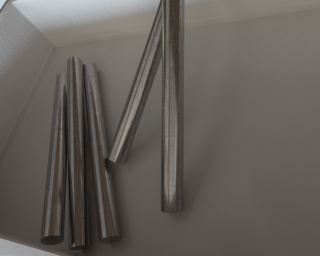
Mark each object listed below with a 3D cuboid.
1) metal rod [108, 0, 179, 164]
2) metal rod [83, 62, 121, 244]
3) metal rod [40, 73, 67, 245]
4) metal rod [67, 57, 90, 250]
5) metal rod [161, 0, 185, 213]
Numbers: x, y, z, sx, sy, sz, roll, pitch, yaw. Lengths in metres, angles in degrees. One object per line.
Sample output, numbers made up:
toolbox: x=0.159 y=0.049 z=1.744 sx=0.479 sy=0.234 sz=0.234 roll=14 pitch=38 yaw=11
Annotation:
metal rod: x=-0.008 y=-0.096 z=0.390 sx=0.025 sy=0.025 sz=0.298 roll=26 pitch=101 yaw=37
metal rod: x=-0.089 y=0.012 z=0.445 sx=0.025 sy=0.025 sz=0.299 roll=-25 pitch=53 yaw=13
metal rod: x=-0.146 y=0.019 z=0.450 sx=0.025 sy=0.025 sz=0.300 roll=-25 pitch=46 yaw=13
metal rod: x=-0.119 y=0.016 z=0.444 sx=0.025 sy=0.025 sz=0.299 roll=-20 pitch=58 yaw=16
metal rod: x=0.015 y=-0.057 z=0.348 sx=0.025 sy=0.025 sz=0.298 roll=0 pitch=89 yaw=28
